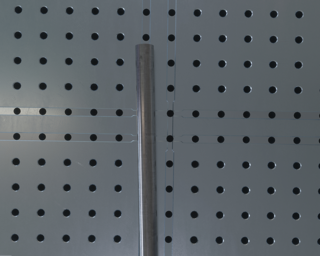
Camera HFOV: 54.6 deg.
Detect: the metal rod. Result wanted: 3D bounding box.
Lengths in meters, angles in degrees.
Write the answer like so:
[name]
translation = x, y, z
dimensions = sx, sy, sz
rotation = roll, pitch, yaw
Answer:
[metal rod]
translation = -0.018, 0.040, 0.413
dimensions = 0.025, 0.025, 0.298
rotation = -1, 90, 0
